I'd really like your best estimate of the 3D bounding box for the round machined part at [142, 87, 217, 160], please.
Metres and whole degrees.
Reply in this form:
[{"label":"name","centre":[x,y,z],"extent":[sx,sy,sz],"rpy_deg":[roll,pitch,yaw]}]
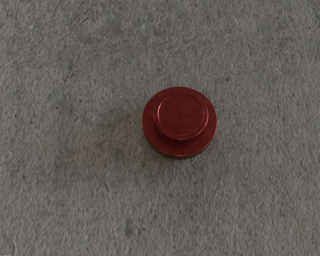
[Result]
[{"label":"round machined part","centre":[0.026,-0.011,0.403],"extent":[0.099,0.042,0.098],"rpy_deg":[0,70,-1]}]
